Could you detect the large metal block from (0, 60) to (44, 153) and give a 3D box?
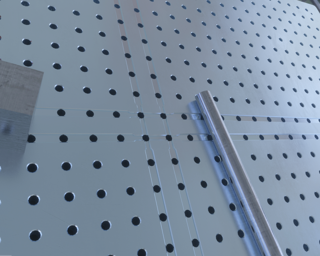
[{"bbox_3d":[-0.164,-0.022,0.298,0.081,0.080,0.050,14,56,-21],"label":"large metal block"}]

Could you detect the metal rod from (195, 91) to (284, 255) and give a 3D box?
[{"bbox_3d":[0.113,0.080,0.421,0.025,0.025,0.299,-6,65,-31],"label":"metal rod"}]
